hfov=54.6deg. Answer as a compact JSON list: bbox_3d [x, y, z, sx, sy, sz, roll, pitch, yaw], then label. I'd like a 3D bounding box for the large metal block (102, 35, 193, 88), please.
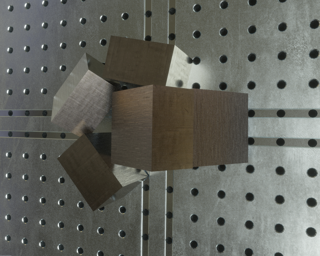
[{"bbox_3d":[-0.012,-0.075,0.388,0.080,0.080,0.050,14,95,20],"label":"large metal block"}]

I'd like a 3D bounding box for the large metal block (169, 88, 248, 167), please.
[{"bbox_3d":[0.054,0.000,0.356,0.050,0.081,0.080,-1,89,57],"label":"large metal block"}]

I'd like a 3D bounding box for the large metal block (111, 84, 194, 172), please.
[{"bbox_3d":[-0.010,0.000,0.329,0.080,0.050,0.080,0,89,54],"label":"large metal block"}]

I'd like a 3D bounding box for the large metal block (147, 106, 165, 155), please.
[{"bbox_3d":[-0.009,-0.002,0.403,0.080,0.050,0.080,1,90,20],"label":"large metal block"}]

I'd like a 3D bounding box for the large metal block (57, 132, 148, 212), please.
[{"bbox_3d":[-0.072,0.053,0.408,0.050,0.080,0.080,-41,78,15],"label":"large metal block"}]

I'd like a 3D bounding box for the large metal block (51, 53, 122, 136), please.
[{"bbox_3d":[-0.098,-0.044,0.412,0.050,0.080,0.080,32,105,-28],"label":"large metal block"}]
